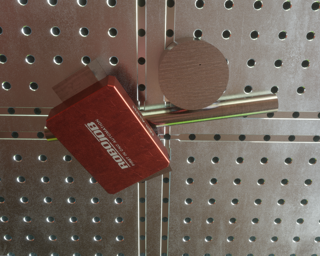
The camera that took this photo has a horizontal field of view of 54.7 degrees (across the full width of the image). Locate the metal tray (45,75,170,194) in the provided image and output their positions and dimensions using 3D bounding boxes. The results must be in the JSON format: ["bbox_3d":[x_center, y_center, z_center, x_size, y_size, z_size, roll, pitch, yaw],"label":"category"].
[{"bbox_3d":[-0.058,0.013,0.373,0.090,0.030,0.130,-29,119,10],"label":"metal tray"}]

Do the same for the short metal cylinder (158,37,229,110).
[{"bbox_3d":[0.038,-0.067,0.375,0.081,0.050,0.079,0,110,-1],"label":"short metal cylinder"}]

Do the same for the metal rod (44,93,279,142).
[{"bbox_3d":[0.000,-0.014,0.409,0.302,0.025,0.025,-7,110,2],"label":"metal rod"}]

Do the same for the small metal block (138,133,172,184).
[{"bbox_3d":[-0.016,0.042,0.427,0.050,0.025,0.050,-22,109,7],"label":"small metal block"}]

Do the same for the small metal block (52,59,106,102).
[{"bbox_3d":[-0.096,-0.057,0.377,0.050,0.050,0.025,-30,108,10],"label":"small metal block"}]
